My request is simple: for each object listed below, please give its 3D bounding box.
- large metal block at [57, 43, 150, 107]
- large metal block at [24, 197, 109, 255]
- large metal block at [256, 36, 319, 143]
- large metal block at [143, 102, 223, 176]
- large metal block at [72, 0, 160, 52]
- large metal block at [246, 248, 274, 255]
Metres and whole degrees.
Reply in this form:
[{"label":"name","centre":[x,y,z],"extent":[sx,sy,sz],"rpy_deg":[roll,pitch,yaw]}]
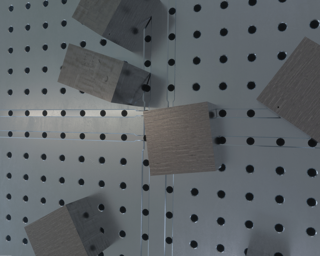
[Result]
[{"label":"large metal block","centre":[-0.071,-0.067,0.409],"extent":[0.080,0.080,0.050],"rpy_deg":[22,97,19]},{"label":"large metal block","centre":[-0.134,0.158,0.447],"extent":[0.080,0.050,0.080],"rpy_deg":[-30,80,17]},{"label":"large metal block","centre":[0.166,-0.039,0.341],"extent":[0.080,0.050,0.080],"rpy_deg":[39,102,16]},{"label":"large metal block","centre":[0.030,0.014,0.389],"extent":[0.080,0.050,0.080],"rpy_deg":[-7,88,20]},{"label":"large metal block","centre":[-0.054,-0.155,0.403],"extent":[0.050,0.080,0.080],"rpy_deg":[35,101,16]},{"label":"large metal block","centre":[0.112,0.194,0.344],"extent":[0.050,0.080,0.080],"rpy_deg":[12,94,20]}]
